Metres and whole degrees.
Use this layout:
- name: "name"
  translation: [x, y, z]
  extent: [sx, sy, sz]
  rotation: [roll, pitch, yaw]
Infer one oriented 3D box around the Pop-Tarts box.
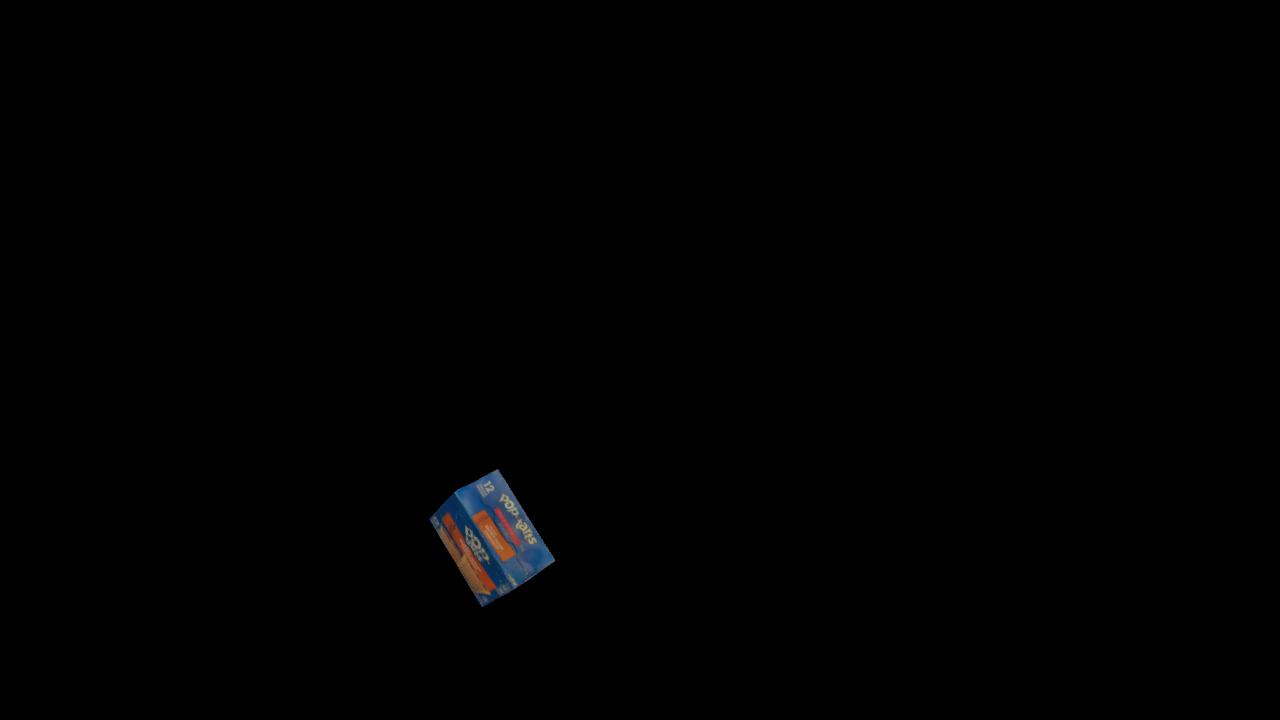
- name: "Pop-Tarts box"
  translation: [-0.234, 0.279, 0.958]
  extent: [0.083, 0.167, 0.141]
  rotation: [-28, -10, -44]
